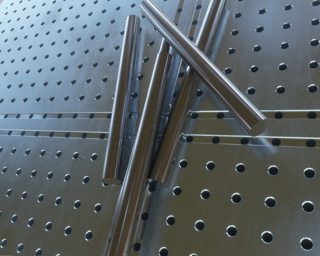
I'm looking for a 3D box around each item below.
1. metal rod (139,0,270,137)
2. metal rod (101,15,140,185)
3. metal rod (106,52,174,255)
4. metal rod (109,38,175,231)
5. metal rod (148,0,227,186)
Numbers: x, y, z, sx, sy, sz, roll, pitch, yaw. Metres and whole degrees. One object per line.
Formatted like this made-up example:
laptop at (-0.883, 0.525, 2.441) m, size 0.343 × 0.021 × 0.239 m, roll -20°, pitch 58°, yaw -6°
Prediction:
metal rod at (0.041, -0.099, 0.413) m, size 0.025 × 0.025 × 0.300 m, roll -36°, pitch 51°, yaw 4°
metal rod at (-0.055, -0.061, 0.472) m, size 0.025 × 0.025 × 0.299 m, roll -10°, pitch 57°, yaw 22°
metal rod at (-0.021, 0.034, 0.371) m, size 0.025 × 0.025 × 0.299 m, roll -2°, pitch 61°, yaw 27°
metal rod at (-0.015, -0.011, 0.421) m, size 0.025 × 0.025 × 0.300 m, roll -1°, pitch 61°, yaw 27°
metal rod at (0.044, -0.066, 0.424) m, size 0.025 × 0.025 × 0.300 m, roll 6°, pitch 65°, yaw 30°
